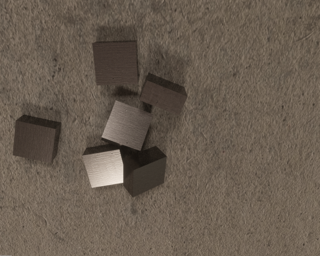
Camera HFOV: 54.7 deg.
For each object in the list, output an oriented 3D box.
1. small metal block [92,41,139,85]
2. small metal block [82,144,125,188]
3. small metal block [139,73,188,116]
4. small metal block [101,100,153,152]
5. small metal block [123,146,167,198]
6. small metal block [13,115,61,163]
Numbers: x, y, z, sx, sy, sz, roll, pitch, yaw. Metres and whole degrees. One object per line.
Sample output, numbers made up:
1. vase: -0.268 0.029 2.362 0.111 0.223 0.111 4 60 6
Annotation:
1. small metal block: -0.053 -0.080 0.380 0.050 0.025 0.050 -2 110 0
2. small metal block: -0.074 0.051 0.428 0.050 0.025 0.050 -10 110 3
3. small metal block: 0.004 -0.043 0.381 0.050 0.050 0.025 21 109 -8
4. small metal block: -0.042 -0.001 0.397 0.050 0.025 0.050 20 76 -8
5. small metal block: -0.021 0.058 0.412 0.050 0.025 0.050 -20 133 -30
6. small metal block: -0.164 0.014 0.413 0.050 0.025 0.050 12 110 -5
